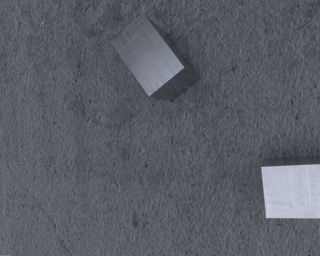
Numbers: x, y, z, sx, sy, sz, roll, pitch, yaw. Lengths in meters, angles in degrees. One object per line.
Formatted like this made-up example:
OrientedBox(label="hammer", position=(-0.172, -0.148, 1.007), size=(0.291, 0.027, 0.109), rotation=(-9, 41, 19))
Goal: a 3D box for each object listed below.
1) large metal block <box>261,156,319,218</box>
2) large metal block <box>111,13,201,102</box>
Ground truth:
OrientedBox(label="large metal block", position=(0.152, 0.059, 0.326), size=(0.080, 0.080, 0.050), rotation=(-6, 88, 20))
OrientedBox(label="large metal block", position=(-0.002, -0.082, 0.380), size=(0.050, 0.080, 0.080), rotation=(-38, 78, 16))
